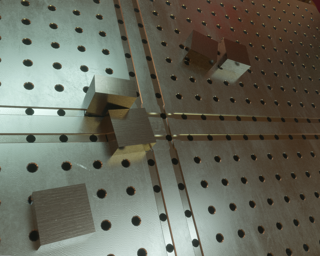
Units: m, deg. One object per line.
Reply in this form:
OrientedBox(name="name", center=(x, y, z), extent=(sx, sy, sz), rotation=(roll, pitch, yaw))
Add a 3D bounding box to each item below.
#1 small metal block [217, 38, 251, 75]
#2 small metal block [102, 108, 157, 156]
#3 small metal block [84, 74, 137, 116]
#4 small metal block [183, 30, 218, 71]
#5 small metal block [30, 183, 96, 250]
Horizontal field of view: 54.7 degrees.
OrientedBox(name="small metal block", center=(0.132, -0.130, 0.561), extent=(0.050, 0.025, 0.050), rotation=(11, 57, -23))
OrientedBox(name="small metal block", center=(-0.039, 0.004, 0.386), extent=(0.050, 0.025, 0.050), rotation=(-5, 65, -31))
OrientedBox(name="small metal block", center=(-0.062, -0.038, 0.383), extent=(0.050, 0.050, 0.025), rotation=(5, 60, -26))
OrientedBox(name="small metal block", center=(0.070, -0.133, 0.529), extent=(0.050, 0.025, 0.050), rotation=(21, 54, -16))
OrientedBox(name="small metal block", center=(-0.096, 0.086, 0.305), extent=(0.050, 0.025, 0.050), rotation=(-5, 64, -31))
